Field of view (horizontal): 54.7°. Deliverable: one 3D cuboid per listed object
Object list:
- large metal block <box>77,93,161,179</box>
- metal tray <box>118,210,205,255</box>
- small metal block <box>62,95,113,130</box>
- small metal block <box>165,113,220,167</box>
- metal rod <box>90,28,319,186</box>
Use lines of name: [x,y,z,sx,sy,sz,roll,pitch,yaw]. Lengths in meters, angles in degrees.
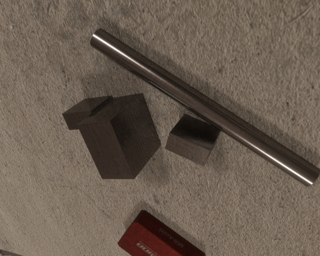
large metal block: [-0.048,0.010,0.401,0.050,0.080,0.080,-5,116,30]
metal tray: [0.000,0.208,0.531,0.130,0.030,0.089,35,129,4]
small metal block: [-0.095,-0.021,0.426,0.050,0.050,0.025,-3,117,29]
small metal block: [0.041,0.013,0.376,0.050,0.050,0.025,24,127,13]
metal rod: [0.048,-0.027,0.363,0.301,0.025,0.025,34,129,5]
